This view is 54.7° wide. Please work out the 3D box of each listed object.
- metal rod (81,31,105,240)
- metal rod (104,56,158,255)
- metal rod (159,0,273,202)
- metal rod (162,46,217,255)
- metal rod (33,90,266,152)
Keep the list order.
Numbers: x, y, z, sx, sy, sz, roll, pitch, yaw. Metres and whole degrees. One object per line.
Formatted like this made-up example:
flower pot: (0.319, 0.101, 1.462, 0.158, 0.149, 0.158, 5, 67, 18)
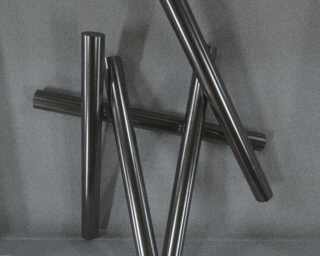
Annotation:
metal rod: (-0.089, 0.030, 0.400, 0.025, 0.025, 0.298, 6, 118, -3)
metal rod: (-0.032, 0.062, 0.372, 0.025, 0.025, 0.298, -11, 87, 4)
metal rod: (0.075, -0.024, 0.367, 0.025, 0.025, 0.299, -26, 115, 9)
metal rod: (0.033, 0.050, 0.381, 0.025, 0.025, 0.298, 9, 92, -4)
metal rod: (-0.010, -0.009, 0.407, 0.302, 0.025, 0.025, 11, 110, -4)
